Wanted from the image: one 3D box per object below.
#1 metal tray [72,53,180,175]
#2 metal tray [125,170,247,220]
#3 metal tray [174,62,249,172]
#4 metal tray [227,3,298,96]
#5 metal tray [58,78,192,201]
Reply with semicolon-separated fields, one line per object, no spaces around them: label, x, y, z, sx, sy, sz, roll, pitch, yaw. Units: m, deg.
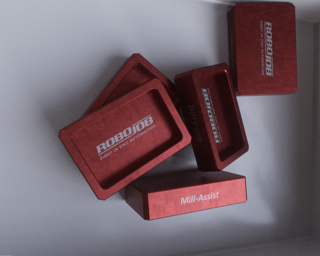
metal tray;-0.038;-0.017;0.394;0.090;0.030;0.130;39;77;-16
metal tray;0.029;0.078;0.388;0.131;0.090;0.030;-5;92;-20
metal tray;0.072;-0.017;0.415;0.091;0.030;0.129;-22;99;-47
metal tray;0.149;-0.113;0.453;0.091;0.030;0.129;-3;92;-7
metal tray;-0.038;0.010;0.361;0.131;0.030;0.090;-32;101;-17
